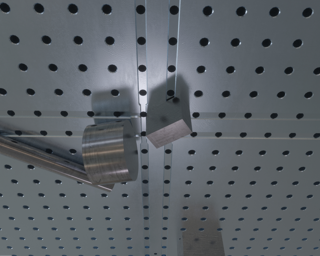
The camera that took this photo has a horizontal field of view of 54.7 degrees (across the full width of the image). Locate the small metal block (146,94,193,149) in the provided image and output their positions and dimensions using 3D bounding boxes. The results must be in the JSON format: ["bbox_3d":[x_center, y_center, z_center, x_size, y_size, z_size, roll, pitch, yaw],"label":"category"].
[{"bbox_3d":[0.011,-0.008,0.388,0.050,0.050,0.025,-25,126,20],"label":"small metal block"}]

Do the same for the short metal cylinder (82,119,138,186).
[{"bbox_3d":[-0.062,0.032,0.402,0.050,0.080,0.080,-8,130,7],"label":"short metal cylinder"}]

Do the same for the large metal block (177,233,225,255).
[{"bbox_3d":[0.079,0.255,0.593,0.081,0.080,0.050,7,130,-7],"label":"large metal block"}]

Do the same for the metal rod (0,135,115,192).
[{"bbox_3d":[-0.204,0.030,0.435,0.302,0.025,0.025,24,126,-20],"label":"metal rod"}]
